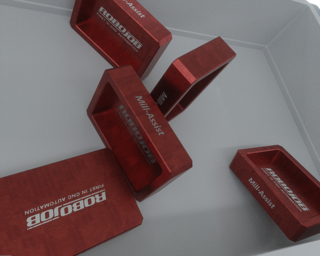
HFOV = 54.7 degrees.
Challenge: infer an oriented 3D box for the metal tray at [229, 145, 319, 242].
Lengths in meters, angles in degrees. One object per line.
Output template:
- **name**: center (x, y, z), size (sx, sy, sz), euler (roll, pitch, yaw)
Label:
- **metal tray**: center (0.166, 0.078, 0.411), size (0.091, 0.030, 0.130), euler (-4, 40, -30)

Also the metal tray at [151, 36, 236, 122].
- **metal tray**: center (0.025, -0.046, 0.380), size (0.030, 0.129, 0.091), euler (50, 51, 6)

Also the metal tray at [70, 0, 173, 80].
- **metal tray**: center (-0.056, -0.131, 0.413), size (0.130, 0.090, 0.030), euler (44, 51, 2)

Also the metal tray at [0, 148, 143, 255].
- **metal tray**: center (-0.093, 0.079, 0.304), size (0.131, 0.030, 0.090), euler (-15, 70, -34)

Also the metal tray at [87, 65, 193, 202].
- **metal tray**: center (-0.029, 0.008, 0.343), size (0.030, 0.090, 0.130), euler (-23, 74, -36)
